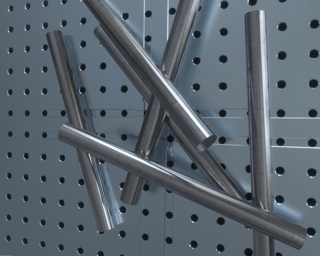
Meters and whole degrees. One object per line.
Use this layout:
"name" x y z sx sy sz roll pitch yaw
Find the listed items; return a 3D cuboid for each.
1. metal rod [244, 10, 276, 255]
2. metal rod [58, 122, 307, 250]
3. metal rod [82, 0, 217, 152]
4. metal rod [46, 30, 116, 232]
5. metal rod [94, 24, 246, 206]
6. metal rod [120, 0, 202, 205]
"metal rod" 0.119 0.013 0.370 0.025 0.025 0.298 -2 89 20
"metal rod" 0.017 0.062 0.361 0.301 0.025 0.025 23 98 9
"metal rod" -0.030 -0.091 0.381 0.025 0.025 0.300 -44 60 15
"metal rod" -0.117 0.001 0.454 0.025 0.025 0.299 -19 84 19
"metal rod" 0.005 -0.025 0.411 0.025 0.025 0.300 -41 77 15
"metal rod" 0.004 -0.047 0.383 0.025 0.025 0.298 20 98 19
